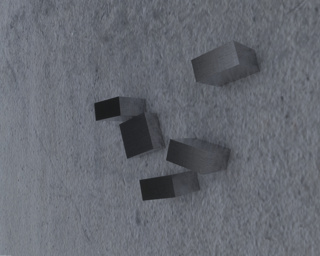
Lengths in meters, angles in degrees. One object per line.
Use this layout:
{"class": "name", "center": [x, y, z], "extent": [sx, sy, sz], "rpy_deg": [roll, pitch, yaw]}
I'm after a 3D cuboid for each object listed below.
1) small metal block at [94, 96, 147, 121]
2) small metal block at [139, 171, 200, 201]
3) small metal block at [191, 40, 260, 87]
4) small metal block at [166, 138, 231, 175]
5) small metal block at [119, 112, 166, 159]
{"class": "small metal block", "center": [-0.055, -0.025, 0.431], "extent": [0.050, 0.050, 0.025], "rpy_deg": [-10, 84, 39]}
{"class": "small metal block", "center": [0.012, 0.070, 0.377], "extent": [0.050, 0.050, 0.025], "rpy_deg": [-16, 80, 38]}
{"class": "small metal block", "center": [0.070, -0.066, 0.330], "extent": [0.050, 0.050, 0.025], "rpy_deg": [-19, 78, 38]}
{"class": "small metal block", "center": [0.044, 0.030, 0.351], "extent": [0.050, 0.050, 0.025], "rpy_deg": [17, 101, 38]}
{"class": "small metal block", "center": [-0.025, 0.011, 0.423], "extent": [0.050, 0.025, 0.050], "rpy_deg": [-23, 76, 37]}
